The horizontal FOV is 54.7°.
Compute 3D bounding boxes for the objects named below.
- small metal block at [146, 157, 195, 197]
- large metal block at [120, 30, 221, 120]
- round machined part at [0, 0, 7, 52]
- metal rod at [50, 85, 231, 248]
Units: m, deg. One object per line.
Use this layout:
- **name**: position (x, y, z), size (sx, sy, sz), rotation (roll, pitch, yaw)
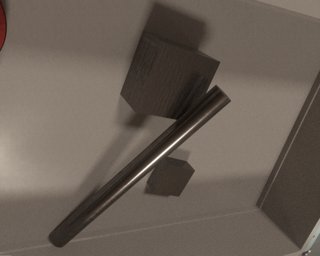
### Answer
- **small metal block**: position (0.016, 0.073, 0.465), size (0.050, 0.025, 0.050), rotation (17, 109, -36)
- **large metal block**: position (0.010, -0.058, 0.364), size (0.081, 0.050, 0.079), rotation (10, 114, -33)
- **round machined part**: position (-0.177, -0.087, 0.247), size (0.099, 0.042, 0.097), rotation (-14, 125, -21)
- **metal rod**: position (-0.035, 0.058, 0.386), size (0.299, 0.025, 0.025), rotation (-42, 131, 17)
